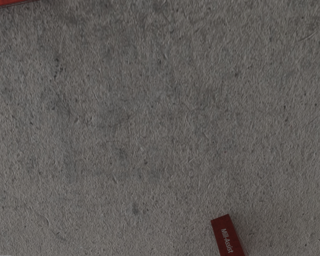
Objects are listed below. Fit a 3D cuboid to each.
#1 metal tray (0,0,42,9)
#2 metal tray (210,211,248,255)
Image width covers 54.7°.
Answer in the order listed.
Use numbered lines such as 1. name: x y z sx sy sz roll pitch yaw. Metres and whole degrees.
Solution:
1. metal tray: -0.183 -0.181 0.338 0.131 0.030 0.089 -10 110 3
2. metal tray: 0.112 0.192 0.439 0.030 0.130 0.090 -25 108 7
